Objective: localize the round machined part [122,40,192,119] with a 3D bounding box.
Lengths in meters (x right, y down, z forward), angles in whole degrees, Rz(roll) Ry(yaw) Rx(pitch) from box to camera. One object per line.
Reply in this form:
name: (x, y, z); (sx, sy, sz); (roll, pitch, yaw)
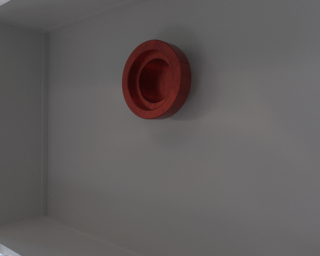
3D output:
round machined part: (0.000, -0.059, 0.397); (0.098, 0.042, 0.097); (0, 90, 40)
